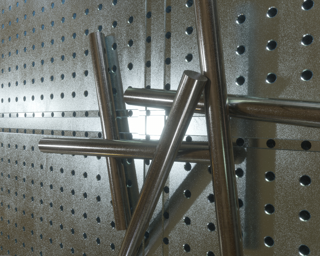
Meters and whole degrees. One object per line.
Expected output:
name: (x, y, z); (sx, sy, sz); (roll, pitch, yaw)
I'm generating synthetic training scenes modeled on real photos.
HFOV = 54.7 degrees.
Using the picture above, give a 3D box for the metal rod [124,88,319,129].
metal rod: (0.073, -0.025, 0.348); (0.300, 0.025, 0.025); (10, 96, 39)

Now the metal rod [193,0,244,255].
metal rod: (0.061, -0.007, 0.325); (0.025, 0.025, 0.298); (-5, 93, 39)

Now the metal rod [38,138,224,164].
metal rod: (-0.058, 0.029, 0.427); (0.300, 0.025, 0.025); (0, 90, 31)

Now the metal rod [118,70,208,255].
metal rod: (-0.008, 0.071, 0.379); (0.025, 0.025, 0.298); (40, 125, 32)

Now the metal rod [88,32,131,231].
metal rod: (-0.076, 0.000, 0.469); (0.025, 0.025, 0.298); (-16, 80, 38)
